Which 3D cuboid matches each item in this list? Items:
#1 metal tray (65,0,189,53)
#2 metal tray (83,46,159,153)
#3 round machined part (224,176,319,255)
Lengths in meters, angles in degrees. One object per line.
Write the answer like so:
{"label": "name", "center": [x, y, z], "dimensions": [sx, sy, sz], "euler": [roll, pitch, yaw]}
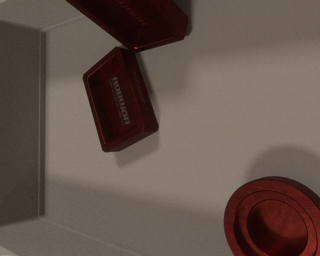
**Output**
{"label": "metal tray", "center": [-0.039, -0.143, 0.367], "dimensions": [0.090, 0.130, 0.030], "euler": [-4, 67, 40]}
{"label": "metal tray", "center": [-0.061, -0.039, 0.451], "dimensions": [0.090, 0.030, 0.129], "euler": [-29, 72, 36]}
{"label": "round machined part", "center": [0.116, 0.095, 0.299], "dimensions": [0.098, 0.042, 0.097], "euler": [0, 90, 39]}
